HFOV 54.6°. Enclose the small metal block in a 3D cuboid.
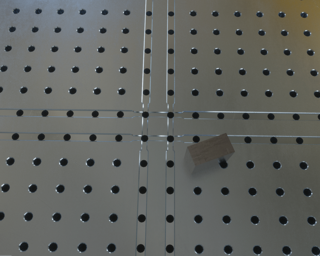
[{"bbox_3d":[0.060,0.033,0.387,0.050,0.050,0.025,-19,71,-7],"label":"small metal block"}]
